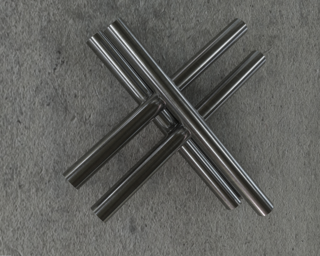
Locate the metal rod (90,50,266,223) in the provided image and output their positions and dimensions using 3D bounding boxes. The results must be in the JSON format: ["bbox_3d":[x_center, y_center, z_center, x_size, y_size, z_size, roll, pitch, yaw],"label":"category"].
[{"bbox_3d":[0.033,0.001,0.397,0.301,0.025,0.025,-44,104,-15],"label":"metal rod"}]

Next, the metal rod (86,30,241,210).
[{"bbox_3d":[0.013,-0.001,0.416,0.025,0.025,0.300,-44,104,-15],"label":"metal rod"}]

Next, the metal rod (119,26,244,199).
[{"bbox_3d":[0.033,-0.015,0.423,0.025,0.025,0.300,-44,104,-15],"label":"metal rod"}]

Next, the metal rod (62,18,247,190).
[{"bbox_3d":[0.005,-0.040,0.386,0.301,0.025,0.025,-44,104,-15],"label":"metal rod"}]

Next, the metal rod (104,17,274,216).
[{"bbox_3d":[0.043,-0.003,0.374,0.025,0.025,0.300,-45,104,-15],"label":"metal rod"}]
